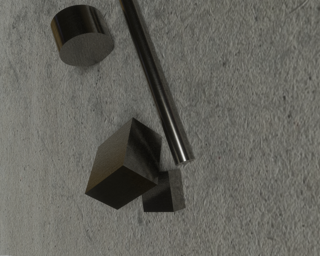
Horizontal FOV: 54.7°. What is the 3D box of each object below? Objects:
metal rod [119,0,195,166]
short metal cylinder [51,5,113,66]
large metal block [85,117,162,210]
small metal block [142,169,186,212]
[{"bbox_3d":[-0.016,-0.095,0.417,0.025,0.025,0.299,-30,71,36],"label":"metal rod"},{"bbox_3d":[-0.117,-0.137,0.466,0.080,0.081,0.050,-34,69,35],"label":"short metal cylinder"},{"bbox_3d":[-0.045,0.047,0.401,0.080,0.050,0.080,-38,30,33],"label":"large metal block"},{"bbox_3d":[0.002,0.082,0.403,0.050,0.025,0.050,-13,82,39],"label":"small metal block"}]
